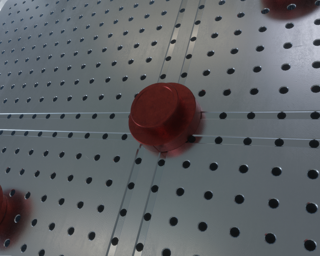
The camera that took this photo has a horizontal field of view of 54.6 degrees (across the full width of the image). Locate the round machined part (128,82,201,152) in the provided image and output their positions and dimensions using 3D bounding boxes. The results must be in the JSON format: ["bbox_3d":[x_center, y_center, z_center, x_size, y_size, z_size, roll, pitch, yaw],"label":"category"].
[{"bbox_3d":[0.000,-0.021,0.411,0.098,0.042,0.098,-13,56,21],"label":"round machined part"}]

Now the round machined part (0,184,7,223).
[{"bbox_3d":[-0.273,0.125,0.466,0.098,0.042,0.098,-13,56,21],"label":"round machined part"}]
